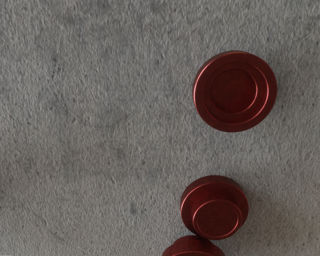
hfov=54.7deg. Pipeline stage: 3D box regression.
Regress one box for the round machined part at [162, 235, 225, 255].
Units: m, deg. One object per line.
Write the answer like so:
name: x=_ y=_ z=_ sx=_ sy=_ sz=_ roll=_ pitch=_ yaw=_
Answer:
round machined part: x=0.051 y=0.202 z=0.470 sx=0.099 sy=0.042 sz=0.097 roll=2 pitch=121 yaw=3

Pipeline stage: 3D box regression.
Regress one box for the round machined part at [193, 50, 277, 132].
round machined part: x=0.089 y=-0.047 z=0.385 sx=0.099 sy=0.042 sz=0.097 roll=0 pitch=110 yaw=-1

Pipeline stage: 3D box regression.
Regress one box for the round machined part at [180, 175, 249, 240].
round machined part: x=0.079 y=0.121 z=0.447 sx=0.099 sy=0.042 sz=0.097 roll=0 pitch=110 yaw=-1
